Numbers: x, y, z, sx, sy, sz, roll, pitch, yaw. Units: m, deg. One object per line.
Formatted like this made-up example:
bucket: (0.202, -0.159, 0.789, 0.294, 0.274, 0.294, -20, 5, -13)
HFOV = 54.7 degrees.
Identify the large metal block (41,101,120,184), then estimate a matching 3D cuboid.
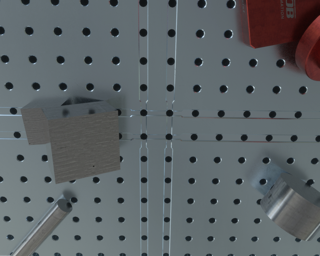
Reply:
large metal block: (-0.098, 0.015, 0.388, 0.081, 0.050, 0.079, -10, 113, -26)

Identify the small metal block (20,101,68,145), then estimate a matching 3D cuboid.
small metal block: (-0.149, -0.007, 0.410, 0.050, 0.025, 0.050, -4, 110, 1)

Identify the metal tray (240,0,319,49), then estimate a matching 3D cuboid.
metal tray: (0.138, -0.164, 0.351, 0.090, 0.030, 0.129, -10, 110, 3)

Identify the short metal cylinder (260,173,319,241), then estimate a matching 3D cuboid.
short metal cylinder: (0.187, 0.106, 0.425, 0.080, 0.080, 0.050, 26, 108, -9)

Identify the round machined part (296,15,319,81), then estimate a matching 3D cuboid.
round machined part: (0.209, -0.091, 0.348, 0.099, 0.042, 0.097, -14, 140, -12)

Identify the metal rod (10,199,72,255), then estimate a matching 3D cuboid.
metal rod: (-0.237, 0.220, 0.492, 0.025, 0.025, 0.299, 39, 105, -13)
